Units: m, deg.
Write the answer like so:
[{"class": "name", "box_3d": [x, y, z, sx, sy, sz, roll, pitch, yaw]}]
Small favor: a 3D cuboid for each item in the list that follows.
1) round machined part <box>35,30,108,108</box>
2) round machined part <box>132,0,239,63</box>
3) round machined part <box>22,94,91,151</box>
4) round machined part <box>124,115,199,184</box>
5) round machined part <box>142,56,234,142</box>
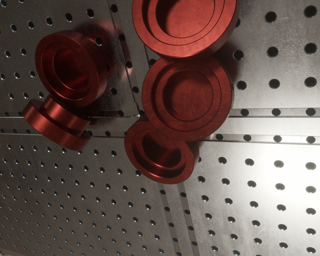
[{"class": "round machined part", "box_3d": [-0.110, -0.080, 0.407, 0.098, 0.042, 0.097, 13, 124, 20]}, {"class": "round machined part", "box_3d": [0.026, -0.111, 0.298, 0.098, 0.042, 0.097, -1, 87, 19]}, {"class": "round machined part", "box_3d": [-0.139, -0.013, 0.440, 0.098, 0.098, 0.042, 37, 93, 3]}, {"class": "round machined part", "box_3d": [0.006, 0.023, 0.409, 0.098, 0.042, 0.097, 14, 127, 21]}, {"class": "round machined part", "box_3d": [0.033, -0.036, 0.345, 0.098, 0.042, 0.097, 3, 98, 19]}]
